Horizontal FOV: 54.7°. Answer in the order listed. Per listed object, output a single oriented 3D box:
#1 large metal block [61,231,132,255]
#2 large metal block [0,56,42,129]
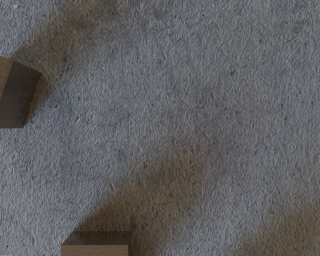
[{"bbox_3d":[-0.078,0.180,0.397,0.081,0.050,0.080,0,90,0],"label":"large metal block"},{"bbox_3d":[-0.198,-0.045,0.381,0.050,0.080,0.080,18,90,0],"label":"large metal block"}]
